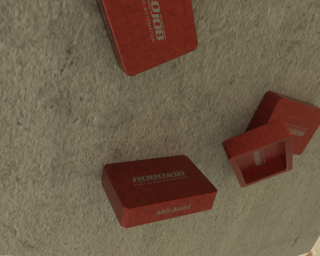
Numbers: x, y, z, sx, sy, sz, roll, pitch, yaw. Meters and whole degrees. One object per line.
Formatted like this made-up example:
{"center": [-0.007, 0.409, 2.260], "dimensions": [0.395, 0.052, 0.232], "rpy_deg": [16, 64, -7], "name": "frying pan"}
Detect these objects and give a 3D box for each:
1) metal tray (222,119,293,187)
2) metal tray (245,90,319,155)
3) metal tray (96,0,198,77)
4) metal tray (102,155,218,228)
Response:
{"center": [0.154, 0.044, 0.479], "dimensions": [0.090, 0.030, 0.130], "rpy_deg": [-23, 145, 10], "name": "metal tray"}
{"center": [0.210, -0.005, 0.518], "dimensions": [0.131, 0.030, 0.089], "rpy_deg": [9, 114, -33], "name": "metal tray"}
{"center": [-0.015, -0.129, 0.317], "dimensions": [0.091, 0.030, 0.129], "rpy_deg": [-26, 128, -13], "name": "metal tray"}
{"center": [-0.002, 0.079, 0.413], "dimensions": [0.131, 0.090, 0.030], "rpy_deg": [-4, 120, -27], "name": "metal tray"}
